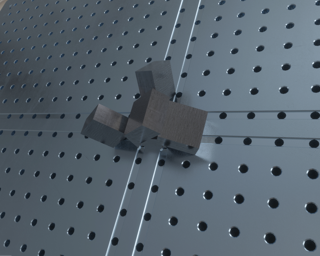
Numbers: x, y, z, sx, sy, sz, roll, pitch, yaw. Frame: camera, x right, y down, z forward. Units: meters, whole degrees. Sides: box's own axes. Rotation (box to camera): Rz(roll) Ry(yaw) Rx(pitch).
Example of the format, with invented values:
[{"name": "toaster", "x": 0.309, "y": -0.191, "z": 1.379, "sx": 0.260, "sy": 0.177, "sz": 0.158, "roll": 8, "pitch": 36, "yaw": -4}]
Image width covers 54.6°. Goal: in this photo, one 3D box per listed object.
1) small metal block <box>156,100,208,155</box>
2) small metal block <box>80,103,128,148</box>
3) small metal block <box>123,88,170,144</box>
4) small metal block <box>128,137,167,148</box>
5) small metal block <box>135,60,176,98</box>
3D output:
[{"name": "small metal block", "x": 0.027, "y": 0.000, "z": 0.381, "sx": 0.050, "sy": 0.025, "sz": 0.050, "roll": 16, "pitch": 66, "yaw": 1}, {"name": "small metal block", "x": -0.072, "y": -0.002, "z": 0.419, "sx": 0.050, "sy": 0.050, "sz": 0.025, "roll": -37, "pitch": 34, "yaw": 51}, {"name": "small metal block", "x": -0.017, "y": -0.014, "z": 0.379, "sx": 0.050, "sy": 0.025, "sz": 0.050, "roll": -27, "pitch": 43, "yaw": 55}, {"name": "small metal block", "x": -0.011, "y": -0.003, "z": 0.417, "sx": 0.050, "sy": 0.025, "sz": 0.050, "roll": 3, "pitch": 63, "yaw": 29}, {"name": "small metal block", "x": -0.005, "y": -0.060, "z": 0.419, "sx": 0.025, "sy": 0.050, "sz": 0.050, "roll": 3, "pitch": 27, "yaw": 30}]
